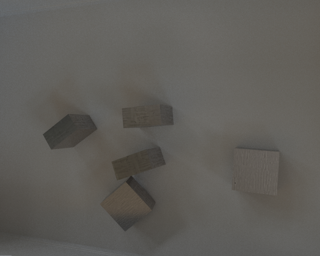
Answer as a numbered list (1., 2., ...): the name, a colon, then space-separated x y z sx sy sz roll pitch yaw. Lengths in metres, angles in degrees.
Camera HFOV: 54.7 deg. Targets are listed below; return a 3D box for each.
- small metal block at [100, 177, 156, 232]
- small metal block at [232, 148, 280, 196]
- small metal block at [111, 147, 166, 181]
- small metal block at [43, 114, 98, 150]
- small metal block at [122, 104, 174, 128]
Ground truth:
1. small metal block: -0.043 0.102 0.419 0.050 0.025 0.050 -42 91 15
2. small metal block: 0.114 0.050 0.370 0.050 0.025 0.050 4 91 19
3. small metal block: -0.027 0.046 0.406 0.050 0.050 0.025 -20 83 18
4. small metal block: -0.127 0.005 0.440 0.050 0.050 0.025 -35 79 16
5. small metal block: -0.014 -0.014 0.401 0.050 0.050 0.025 -5 89 19
